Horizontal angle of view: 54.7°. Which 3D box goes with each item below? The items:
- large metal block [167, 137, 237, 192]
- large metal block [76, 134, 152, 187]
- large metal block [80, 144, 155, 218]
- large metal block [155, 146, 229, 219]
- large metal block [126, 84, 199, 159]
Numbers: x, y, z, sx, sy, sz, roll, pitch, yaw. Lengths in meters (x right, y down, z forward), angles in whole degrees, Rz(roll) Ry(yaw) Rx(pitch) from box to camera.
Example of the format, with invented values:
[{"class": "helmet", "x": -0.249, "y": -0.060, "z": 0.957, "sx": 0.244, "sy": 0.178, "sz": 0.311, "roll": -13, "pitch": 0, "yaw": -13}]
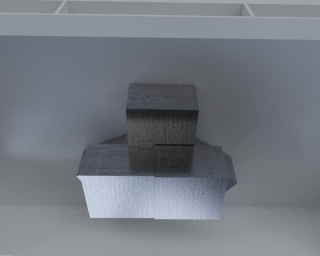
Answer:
[{"class": "large metal block", "x": 0.049, "y": 0.067, "z": 0.446, "sx": 0.080, "sy": 0.050, "sz": 0.080, "roll": 28, "pitch": 125, "yaw": -21}, {"class": "large metal block", "x": -0.057, "y": 0.062, "z": 0.443, "sx": 0.080, "sy": 0.050, "sz": 0.080, "roll": -21, "pitch": 127, "yaw": 16}, {"class": "large metal block", "x": -0.047, "y": 0.066, "z": 0.381, "sx": 0.081, "sy": 0.050, "sz": 0.079, "roll": 0, "pitch": 130, "yaw": -1}, {"class": "large metal block", "x": 0.034, "y": 0.068, "z": 0.381, "sx": 0.081, "sy": 0.050, "sz": 0.079, "roll": 0, "pitch": 130, "yaw": -1}, {"class": "large metal block", "x": 0.002, "y": -0.006, "z": 0.385, "sx": 0.081, "sy": 0.050, "sz": 0.079, "roll": 1, "pitch": 130, "yaw": -1}]
